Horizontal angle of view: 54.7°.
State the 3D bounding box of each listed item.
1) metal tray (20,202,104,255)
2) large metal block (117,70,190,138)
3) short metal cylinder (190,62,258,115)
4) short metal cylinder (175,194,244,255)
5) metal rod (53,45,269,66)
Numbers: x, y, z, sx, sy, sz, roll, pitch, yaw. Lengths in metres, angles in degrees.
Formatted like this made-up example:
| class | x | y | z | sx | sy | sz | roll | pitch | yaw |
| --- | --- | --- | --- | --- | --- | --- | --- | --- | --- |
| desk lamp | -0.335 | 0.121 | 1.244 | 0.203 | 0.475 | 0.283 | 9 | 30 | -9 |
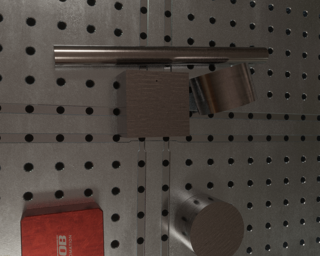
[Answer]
| class | x | y | z | sx | sy | sz | roll | pitch | yaw |
| --- | --- | --- | --- | --- | --- | --- | --- | --- | --- |
| metal tray | -0.114 | 0.161 | 0.369 | 0.091 | 0.030 | 0.129 | -2 | 91 | -21 |
| large metal block | -0.010 | -0.029 | 0.397 | 0.081 | 0.050 | 0.079 | -1 | 91 | -20 |
| short metal cylinder | 0.084 | -0.053 | 0.416 | 0.081 | 0.080 | 0.050 | -19 | 97 | -19 |
| short metal cylinder | 0.067 | 0.136 | 0.426 | 0.081 | 0.050 | 0.079 | 0 | 90 | -21 |
| metal rod | 0.016 | -0.098 | 0.419 | 0.303 | 0.025 | 0.025 | -5 | 92 | -20 |
